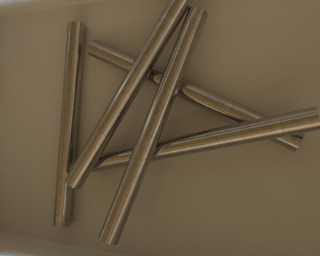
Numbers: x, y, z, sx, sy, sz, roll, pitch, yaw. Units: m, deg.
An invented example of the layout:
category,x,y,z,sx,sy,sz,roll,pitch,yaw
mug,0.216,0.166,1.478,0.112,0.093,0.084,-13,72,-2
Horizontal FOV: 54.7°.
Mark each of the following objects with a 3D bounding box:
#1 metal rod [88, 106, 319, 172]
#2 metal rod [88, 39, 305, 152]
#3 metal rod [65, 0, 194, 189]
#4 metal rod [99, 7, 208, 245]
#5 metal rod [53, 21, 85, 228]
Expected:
category,x,y,z,sx,sy,sz,roll,pitch,yaw
metal rod,0.031,0.021,0.382,0.300,0.025,0.025,-13,86,25
metal rod,0.032,-0.049,0.399,0.301,0.025,0.025,27,99,17
metal rod,-0.040,-0.049,0.396,0.025,0.025,0.299,35,101,16
metal rod,-0.008,-0.002,0.378,0.025,0.025,0.299,22,90,18
metal rod,-0.134,-0.004,0.457,0.025,0.025,0.298,5,92,20
